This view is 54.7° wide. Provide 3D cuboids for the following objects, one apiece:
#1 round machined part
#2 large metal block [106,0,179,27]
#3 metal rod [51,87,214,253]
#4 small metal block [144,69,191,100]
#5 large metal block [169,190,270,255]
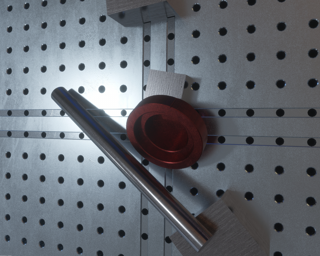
[{"bbox_3d":[0.012,0.001,0.383,0.098,0.042,0.097,14,130,17],"label":"round machined part"},{"bbox_3d":[-0.025,-0.188,0.408,0.080,0.050,0.080,-6,88,20],"label":"large metal block"},{"bbox_3d":[-0.052,0.037,0.401,0.300,0.025,0.025,41,103,26],"label":"metal rod"},{"bbox_3d":[0.009,-0.048,0.409,0.050,0.025,0.050,12,94,19],"label":"small metal block"},{"bbox_3d":[0.073,0.135,0.374,0.080,0.050,0.080,-42,77,15],"label":"large metal block"}]
